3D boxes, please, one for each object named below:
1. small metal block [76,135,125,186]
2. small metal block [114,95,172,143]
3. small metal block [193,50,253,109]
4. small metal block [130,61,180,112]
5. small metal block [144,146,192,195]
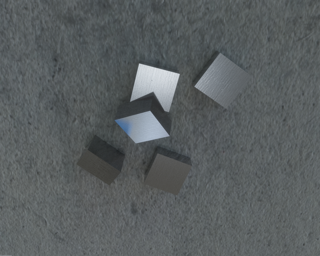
[{"bbox_3d":[-0.077,0.042,0.411,0.050,0.050,0.025,36,106,-13],"label":"small metal block"},{"bbox_3d":[-0.020,-0.009,0.389,0.050,0.025,0.050,-13,136,26],"label":"small metal block"},{"bbox_3d":[0.077,-0.061,0.389,0.050,0.025,0.050,33,106,-12],"label":"small metal block"},{"bbox_3d":[-0.007,-0.053,0.390,0.050,0.025,0.050,14,109,-6],"label":"small metal block"},{"bbox_3d":[0.010,0.059,0.432,0.050,0.025,0.050,21,109,-8],"label":"small metal block"}]
